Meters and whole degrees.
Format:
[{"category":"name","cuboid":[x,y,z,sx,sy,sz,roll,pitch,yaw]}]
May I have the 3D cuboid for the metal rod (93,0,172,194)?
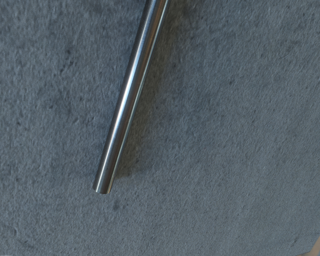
[{"category":"metal rod","cuboid":[-0.031,-0.050,0.360,0.025,0.025,0.298,6,116,-31]}]
